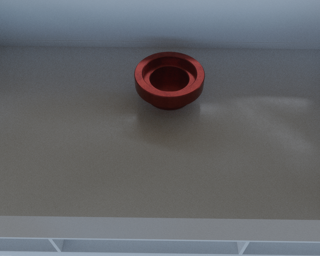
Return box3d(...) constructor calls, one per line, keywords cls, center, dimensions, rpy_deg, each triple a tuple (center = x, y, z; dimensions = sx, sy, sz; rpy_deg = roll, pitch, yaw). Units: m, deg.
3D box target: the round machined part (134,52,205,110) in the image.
box3d(cls="round machined part", center=(0.013, -0.064, 0.448), dimensions=(0.099, 0.042, 0.098), rpy_deg=(0, 50, 0))
